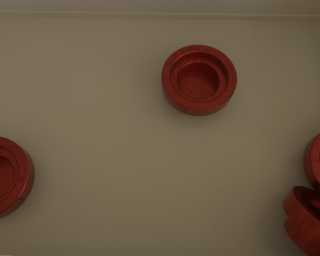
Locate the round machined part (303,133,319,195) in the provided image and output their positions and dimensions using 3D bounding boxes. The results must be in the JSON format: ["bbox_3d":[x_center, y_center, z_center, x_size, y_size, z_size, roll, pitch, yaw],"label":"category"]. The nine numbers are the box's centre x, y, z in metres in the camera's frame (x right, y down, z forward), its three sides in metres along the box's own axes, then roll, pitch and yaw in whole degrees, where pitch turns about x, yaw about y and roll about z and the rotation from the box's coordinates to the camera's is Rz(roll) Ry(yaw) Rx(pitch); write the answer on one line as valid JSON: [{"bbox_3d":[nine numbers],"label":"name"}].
[{"bbox_3d":[0.227,0.049,0.384,0.099,0.042,0.098,0,70,0],"label":"round machined part"}]

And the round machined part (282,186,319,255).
[{"bbox_3d":[0.179,0.112,0.341,0.098,0.098,0.042,31,110,10],"label":"round machined part"}]

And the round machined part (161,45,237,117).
[{"bbox_3d":[0.051,-0.061,0.423,0.099,0.042,0.098,0,70,0],"label":"round machined part"}]

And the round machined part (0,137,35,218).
[{"bbox_3d":[-0.201,0.062,0.376,0.099,0.042,0.098,0,70,0],"label":"round machined part"}]
